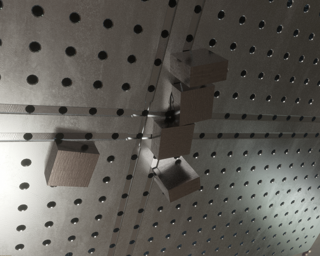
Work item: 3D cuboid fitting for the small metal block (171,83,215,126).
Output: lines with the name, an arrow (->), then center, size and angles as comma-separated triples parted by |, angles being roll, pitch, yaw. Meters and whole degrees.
small metal block -> 0.043, -0.035, 0.415 | 0.050, 0.025, 0.050 | -13, 124, -22

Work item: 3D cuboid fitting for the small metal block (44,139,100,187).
small metal block -> -0.108, 0.044, 0.380 | 0.050, 0.025, 0.050 | 10, 113, -33

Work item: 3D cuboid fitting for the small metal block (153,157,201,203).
small metal block -> 0.025, 0.075, 0.457 | 0.050, 0.050, 0.025 | -21, 127, -16

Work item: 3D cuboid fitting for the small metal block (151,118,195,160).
small metal block -> 0.017, 0.013, 0.431 | 0.050, 0.025, 0.050 | -8, 122, -25

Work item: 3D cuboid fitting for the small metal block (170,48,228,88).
small metal block -> 0.046, -0.074, 0.376 | 0.050, 0.050, 0.025 | -14, 125, -21
